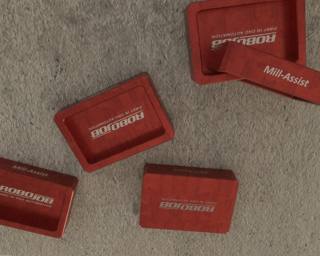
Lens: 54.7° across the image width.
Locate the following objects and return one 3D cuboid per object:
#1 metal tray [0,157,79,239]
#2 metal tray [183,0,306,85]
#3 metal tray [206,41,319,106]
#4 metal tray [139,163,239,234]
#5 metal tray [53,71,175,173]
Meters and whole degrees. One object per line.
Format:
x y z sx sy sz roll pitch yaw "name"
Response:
-0.192 0.099 0.441 0.131 0.030 0.089 16 109 -6 "metal tray"
0.098 -0.104 0.359 0.131 0.030 0.089 -8 105 -2 "metal tray"
0.123 -0.060 0.351 0.131 0.090 0.030 17 100 -7 "metal tray"
0.039 0.102 0.445 0.131 0.030 0.089 5 110 -2 "metal tray"
-0.057 -0.006 0.404 0.130 0.030 0.090 -23 109 8 "metal tray"
